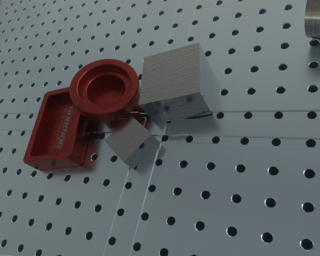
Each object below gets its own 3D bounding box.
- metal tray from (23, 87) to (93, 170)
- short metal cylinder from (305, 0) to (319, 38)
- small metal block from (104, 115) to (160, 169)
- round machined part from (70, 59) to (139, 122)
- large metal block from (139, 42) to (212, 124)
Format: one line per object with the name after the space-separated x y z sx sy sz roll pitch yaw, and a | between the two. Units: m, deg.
-0.152 -0.003 0.484 0.090 0.030 0.130 -8 58 23 | metal tray
0.204 -0.143 0.353 0.050 0.080 0.080 16 70 34 | short metal cylinder
-0.038 0.018 0.416 0.050 0.025 0.050 -46 51 -4 | small metal block
-0.077 -0.051 0.454 0.099 0.042 0.098 -2 60 3 | round machined part
0.022 -0.058 0.415 0.080 0.050 0.080 -10 57 22 | large metal block
